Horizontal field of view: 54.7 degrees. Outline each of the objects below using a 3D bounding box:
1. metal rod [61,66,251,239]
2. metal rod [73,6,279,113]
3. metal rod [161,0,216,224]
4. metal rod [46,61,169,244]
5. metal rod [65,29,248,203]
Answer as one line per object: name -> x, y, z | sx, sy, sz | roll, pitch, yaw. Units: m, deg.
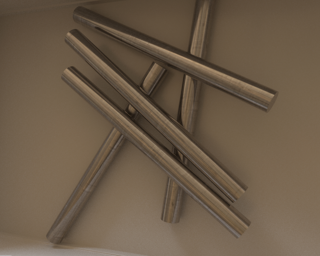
metal rod -> -0.015, 0.020, 0.387 | 0.300, 0.025, 0.025 | 41, 103, 15
metal rod -> 0.001, -0.096, 0.388 | 0.300, 0.025, 0.025 | 30, 100, 25
metal rod -> 0.036, -0.027, 0.397 | 0.025, 0.025, 0.298 | 10, 93, 19
metal rod -> -0.079, 0.041, 0.436 | 0.025, 0.025, 0.299 | 36, 101, 16
metal rod -> -0.014, -0.024, 0.386 | 0.300, 0.025, 0.025 | 44, 103, 14
